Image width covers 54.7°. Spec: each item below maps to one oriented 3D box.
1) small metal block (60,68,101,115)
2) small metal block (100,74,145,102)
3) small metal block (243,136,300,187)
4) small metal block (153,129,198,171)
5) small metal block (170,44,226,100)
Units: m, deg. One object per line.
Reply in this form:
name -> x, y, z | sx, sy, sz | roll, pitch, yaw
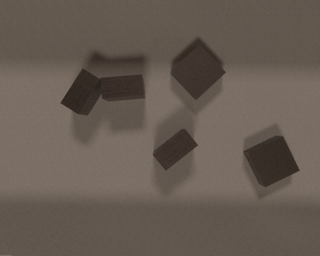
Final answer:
small metal block -> -0.096, -0.044, 0.398 | 0.025, 0.050, 0.050 | 32, 90, 0
small metal block -> -0.046, -0.050, 0.398 | 0.050, 0.050, 0.025 | -5, 90, -1
small metal block -> 0.148, 0.044, 0.413 | 0.050, 0.025, 0.050 | -26, 90, -1
small metal block -> 0.019, 0.026, 0.399 | 0.050, 0.050, 0.025 | -38, 90, 0
small metal block -> 0.050, -0.073, 0.412 | 0.050, 0.025, 0.050 | -43, 91, 0
